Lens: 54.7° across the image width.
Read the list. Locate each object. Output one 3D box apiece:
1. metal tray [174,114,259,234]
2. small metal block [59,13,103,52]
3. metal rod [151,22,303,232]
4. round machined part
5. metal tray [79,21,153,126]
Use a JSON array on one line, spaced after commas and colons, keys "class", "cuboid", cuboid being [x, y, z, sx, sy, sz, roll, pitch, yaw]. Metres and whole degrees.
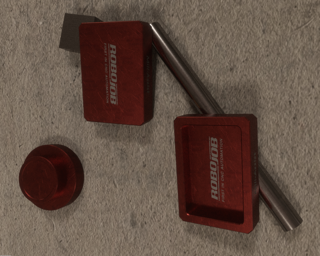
[{"class": "metal tray", "cuboid": [0.066, 0.049, 0.362, 0.090, 0.030, 0.129, 1, 99, 31]}, {"class": "small metal block", "cuboid": [-0.113, -0.135, 0.448, 0.050, 0.025, 0.050, 13, 94, 19]}, {"class": "metal rod", "cuboid": [0.070, -0.010, 0.383, 0.025, 0.025, 0.299, -37, 79, 16]}, {"class": "round machined part", "cuboid": [-0.166, 0.074, 0.457, 0.098, 0.042, 0.097, 0, 90, 19]}, {"class": "metal tray", "cuboid": [-0.058, -0.072, 0.410, 0.090, 0.030, 0.129, 5, 104, 20]}]
